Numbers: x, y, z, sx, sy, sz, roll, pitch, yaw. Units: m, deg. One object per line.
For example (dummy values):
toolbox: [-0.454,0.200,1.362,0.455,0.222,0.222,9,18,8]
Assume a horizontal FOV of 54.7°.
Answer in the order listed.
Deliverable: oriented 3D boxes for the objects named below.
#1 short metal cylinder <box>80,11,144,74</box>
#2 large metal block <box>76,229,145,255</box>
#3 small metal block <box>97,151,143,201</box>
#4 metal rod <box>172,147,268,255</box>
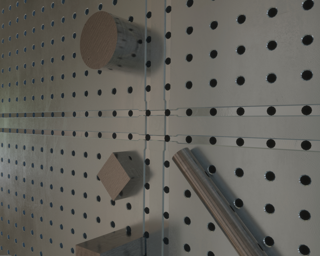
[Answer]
short metal cylinder: [-0.071,-0.122,0.449,0.080,0.050,0.079,0,90,39]
large metal block: [-0.066,0.195,0.426,0.050,0.081,0.079,-2,89,40]
small metal block: [-0.060,0.070,0.457,0.050,0.025,0.050,52,120,27]
metal rod: [0.104,0.142,0.322,0.025,0.025,0.299,-50,61,28]
